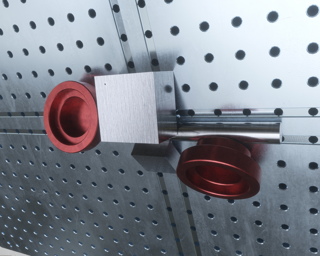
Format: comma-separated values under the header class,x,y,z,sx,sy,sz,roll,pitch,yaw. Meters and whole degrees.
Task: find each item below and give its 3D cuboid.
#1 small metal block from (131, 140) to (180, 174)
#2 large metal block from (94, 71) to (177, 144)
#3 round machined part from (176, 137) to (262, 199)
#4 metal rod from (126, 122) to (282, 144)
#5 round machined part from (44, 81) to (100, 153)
class,x,y,z,sx,sy,sz,roll,pitch,yaw
small metal block,-0.003,0.039,0.425,0.050,0.025,0.050,1,148,28
large metal block,-0.028,-0.026,0.379,0.080,0.050,0.079,1,101,27
round machined part,0.072,0.046,0.375,0.098,0.042,0.098,14,148,9
metal rod,0.002,0.004,0.414,0.300,0.025,0.025,1,119,27
round machined part,-0.112,-0.015,0.433,0.098,0.042,0.097,1,93,28
